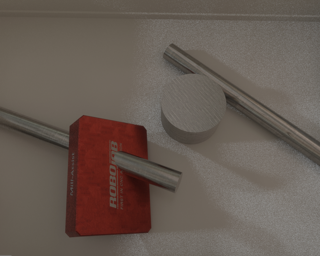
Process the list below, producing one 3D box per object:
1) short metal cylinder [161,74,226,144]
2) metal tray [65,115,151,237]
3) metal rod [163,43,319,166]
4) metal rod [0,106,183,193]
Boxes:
[{"bbox_3d":[0.042,-0.024,0.406,0.081,0.050,0.080,0,70,0],"label":"short metal cylinder"},{"bbox_3d":[-0.058,0.056,0.360,0.091,0.030,0.129,11,66,-35],"label":"metal tray"},{"bbox_3d":[0.130,-0.024,0.420,0.300,0.025,0.025,37,74,12],"label":"metal rod"},{"bbox_3d":[-0.118,0.015,0.383,0.301,0.025,0.025,18,71,13],"label":"metal rod"}]
